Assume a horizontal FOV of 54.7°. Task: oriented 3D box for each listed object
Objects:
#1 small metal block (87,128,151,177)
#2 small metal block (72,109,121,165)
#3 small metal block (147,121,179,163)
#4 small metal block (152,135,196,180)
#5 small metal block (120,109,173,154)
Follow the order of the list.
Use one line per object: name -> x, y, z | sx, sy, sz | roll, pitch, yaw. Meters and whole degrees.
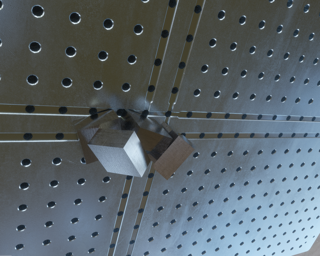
small metal block -> -0.046, 0.028, 0.353 | 0.025, 0.050, 0.050 | -61, 141, -36
small metal block -> -0.074, 0.010, 0.379 | 0.050, 0.025, 0.050 | -18, 126, -18
small metal block -> 0.008, 0.027, 0.434 | 0.050, 0.025, 0.050 | -46, 130, 3
small metal block -> 0.020, 0.036, 0.395 | 0.050, 0.025, 0.050 | -49, 173, 6
small metal block -> -0.020, 0.005, 0.388 | 0.050, 0.050, 0.025 | 20, 108, -36
